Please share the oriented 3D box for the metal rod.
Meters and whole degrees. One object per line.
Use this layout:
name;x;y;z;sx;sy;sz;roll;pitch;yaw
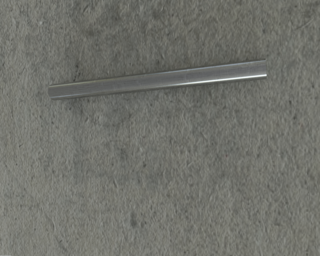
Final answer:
metal rod;-0.017;-0.062;0.413;0.301;0.025;0.025;-3;89;19
